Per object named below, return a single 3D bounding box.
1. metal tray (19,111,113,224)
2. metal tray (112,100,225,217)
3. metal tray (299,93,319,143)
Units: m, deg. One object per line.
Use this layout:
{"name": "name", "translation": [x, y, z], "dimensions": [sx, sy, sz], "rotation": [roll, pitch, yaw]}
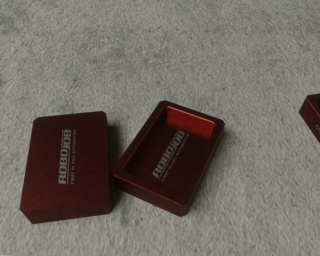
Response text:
{"name": "metal tray", "translation": [-0.105, 0.040, 0.365], "dimensions": [0.091, 0.030, 0.130], "rotation": [-6, 50, -6]}
{"name": "metal tray", "translation": [0.014, 0.030, 0.374], "dimensions": [0.090, 0.030, 0.130], "rotation": [21, 53, 16]}
{"name": "metal tray", "translation": [0.253, 0.007, 0.397], "dimensions": [0.091, 0.030, 0.130], "rotation": [-9, 51, -8]}
